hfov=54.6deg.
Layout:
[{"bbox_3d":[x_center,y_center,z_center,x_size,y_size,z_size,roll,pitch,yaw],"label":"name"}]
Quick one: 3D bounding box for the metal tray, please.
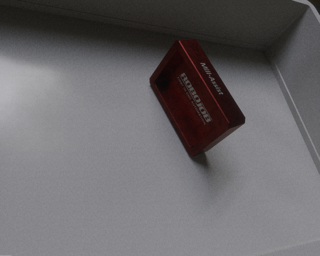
[{"bbox_3d":[0.043,-0.039,0.406,0.030,0.090,0.130,-17,71,-36],"label":"metal tray"}]
